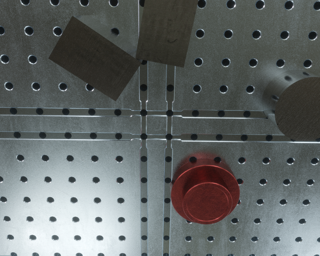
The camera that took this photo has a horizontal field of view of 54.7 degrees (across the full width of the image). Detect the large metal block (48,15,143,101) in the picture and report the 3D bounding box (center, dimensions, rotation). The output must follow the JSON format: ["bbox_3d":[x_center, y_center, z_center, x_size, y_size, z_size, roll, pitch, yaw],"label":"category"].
[{"bbox_3d":[-0.066,-0.083,0.353,0.080,0.080,0.050,33,107,-11],"label":"large metal block"}]

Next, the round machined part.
[{"bbox_3d":[0.065,0.097,0.440,0.099,0.042,0.097,0,110,0],"label":"round machined part"}]

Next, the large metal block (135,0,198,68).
[{"bbox_3d":[0.007,-0.117,0.341,0.050,0.080,0.079,10,110,-4],"label":"large metal block"}]

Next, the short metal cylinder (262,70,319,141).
[{"bbox_3d":[0.177,-0.030,0.390,0.081,0.050,0.079,0,110,0],"label":"short metal cylinder"}]
